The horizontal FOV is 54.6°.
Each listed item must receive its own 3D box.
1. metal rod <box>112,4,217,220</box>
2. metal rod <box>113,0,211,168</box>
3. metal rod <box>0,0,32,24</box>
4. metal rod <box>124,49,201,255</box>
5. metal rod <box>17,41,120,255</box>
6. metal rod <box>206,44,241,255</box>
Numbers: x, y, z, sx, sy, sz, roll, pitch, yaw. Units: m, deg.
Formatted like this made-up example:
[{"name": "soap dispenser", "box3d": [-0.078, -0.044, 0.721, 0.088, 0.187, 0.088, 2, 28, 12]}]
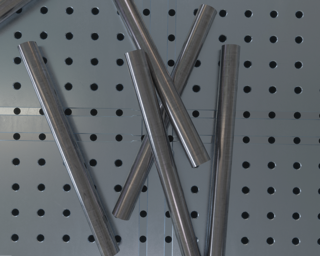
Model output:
[{"name": "metal rod", "box3d": [0.006, -0.021, 0.413, 0.025, 0.025, 0.299, 23, 90, 0]}, {"name": "metal rod", "box3d": [-0.013, -0.091, 0.394, 0.025, 0.025, 0.299, -25, 83, 0]}, {"name": "metal rod", "box3d": [-0.158, -0.197, 0.412, 0.300, 0.025, 0.025, -37, 90, 0]}, {"name": "metal rod", "box3d": [0.009, 0.051, 0.393, 0.025, 0.025, 0.299, -16, 98, 0]}, {"name": "metal rod", "box3d": [-0.121, 0.029, 0.412, 0.025, 0.025, 0.299, -22, 90, 0]}, {"name": "metal rod", "box3d": [0.084, 0.040, 0.413, 0.025, 0.025, 0.298, 4, 90, 0]}]
